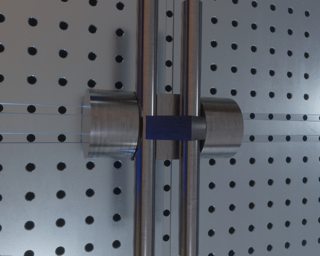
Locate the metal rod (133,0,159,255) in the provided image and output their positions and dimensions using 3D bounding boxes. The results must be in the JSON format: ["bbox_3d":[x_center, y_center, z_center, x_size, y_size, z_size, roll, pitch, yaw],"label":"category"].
[{"bbox_3d":[-0.016,0.002,0.350,0.025,0.025,0.298,1,90,-20],"label":"metal rod"}]

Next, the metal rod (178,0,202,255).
[{"bbox_3d":[0.036,0.000,0.369,0.025,0.025,0.298,1,90,-20],"label":"metal rod"}]

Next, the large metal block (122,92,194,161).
[{"bbox_3d":[-0.003,-0.002,0.394,0.081,0.050,0.079,1,90,-20],"label":"large metal block"}]

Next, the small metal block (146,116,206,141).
[{"bbox_3d":[0.018,0.000,0.336,0.050,0.050,0.025,1,90,24],"label":"small metal block"}]

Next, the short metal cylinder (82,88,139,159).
[{"bbox_3d":[-0.060,-0.004,0.358,0.050,0.080,0.079,2,90,-20],"label":"short metal cylinder"}]

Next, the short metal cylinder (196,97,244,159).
[{"bbox_3d":[0.064,0.000,0.403,0.050,0.080,0.079,1,90,-19],"label":"short metal cylinder"}]
